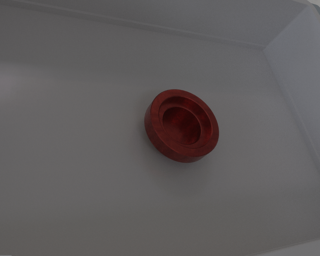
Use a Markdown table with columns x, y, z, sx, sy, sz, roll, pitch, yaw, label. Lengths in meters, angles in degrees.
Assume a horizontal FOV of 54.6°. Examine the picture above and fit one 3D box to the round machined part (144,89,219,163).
| x | y | z | sx | sy | sz | roll | pitch | yaw | label |
| --- | --- | --- | --- | --- | --- | --- | --- | --- | --- |
| 0.025 | 0.001 | 0.407 | 0.099 | 0.042 | 0.098 | 13 | 56 | -21 | round machined part |
